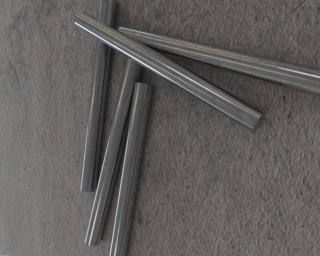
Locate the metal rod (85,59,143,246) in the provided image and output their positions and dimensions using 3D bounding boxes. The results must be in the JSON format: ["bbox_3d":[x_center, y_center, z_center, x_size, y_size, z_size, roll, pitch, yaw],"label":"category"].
[{"bbox_3d":[-0.070,0.040,0.462,0.025,0.025,0.298,24,105,37],"label":"metal rod"}]

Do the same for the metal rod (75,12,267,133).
[{"bbox_3d":[-0.006,-0.082,0.389,0.300,0.025,0.025,35,112,27],"label":"metal rod"}]

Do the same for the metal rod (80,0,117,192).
[{"bbox_3d":[-0.097,-0.047,0.484,0.025,0.025,0.298,13,98,39],"label":"metal rod"}]

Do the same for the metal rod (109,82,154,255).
[{"bbox_3d":[-0.045,0.085,0.442,0.025,0.025,0.298,16,100,39],"label":"metal rod"}]

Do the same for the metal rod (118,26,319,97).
[{"bbox_3d":[0.055,-0.084,0.359,0.300,0.025,0.025,25,106,37],"label":"metal rod"}]
